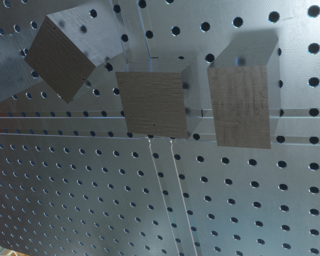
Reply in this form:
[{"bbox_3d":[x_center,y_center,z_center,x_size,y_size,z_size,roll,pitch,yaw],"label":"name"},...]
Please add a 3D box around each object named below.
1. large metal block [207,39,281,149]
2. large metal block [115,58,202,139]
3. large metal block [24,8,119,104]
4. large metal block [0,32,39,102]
[{"bbox_3d":[0.088,-0.035,0.308,0.050,0.080,0.080,2,119,27],"label":"large metal block"},{"bbox_3d":[0.001,-0.037,0.372,0.080,0.050,0.080,5,121,25],"label":"large metal block"},{"bbox_3d":[-0.115,-0.092,0.400,0.080,0.050,0.080,46,129,-4],"label":"large metal block"},{"bbox_3d":[-0.240,-0.085,0.451,0.050,0.080,0.080,-4,116,30],"label":"large metal block"}]
